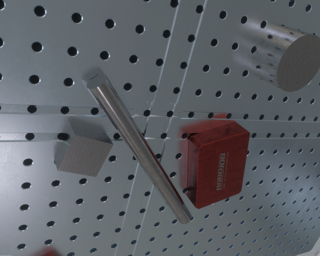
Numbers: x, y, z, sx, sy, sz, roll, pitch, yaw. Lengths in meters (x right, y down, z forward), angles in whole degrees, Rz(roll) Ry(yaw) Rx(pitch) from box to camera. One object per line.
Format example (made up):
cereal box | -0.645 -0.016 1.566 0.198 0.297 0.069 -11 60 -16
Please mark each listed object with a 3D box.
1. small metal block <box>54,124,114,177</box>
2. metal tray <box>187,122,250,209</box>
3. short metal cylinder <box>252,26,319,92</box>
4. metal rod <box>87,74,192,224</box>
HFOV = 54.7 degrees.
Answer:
small metal block | -0.093 0.029 0.378 0.050 0.025 0.050 18 109 -35
metal tray | 0.092 0.062 0.497 0.091 0.030 0.129 -15 125 -20
short metal cylinder | 0.177 -0.097 0.432 0.081 0.050 0.079 -14 124 -21
metal rod | -0.014 0.051 0.435 0.025 0.025 0.299 -34 129 -6
